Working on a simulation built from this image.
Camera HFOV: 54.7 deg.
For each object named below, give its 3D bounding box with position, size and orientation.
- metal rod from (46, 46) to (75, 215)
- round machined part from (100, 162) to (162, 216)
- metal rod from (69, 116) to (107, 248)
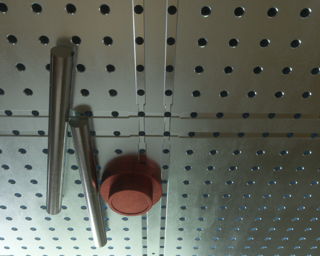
[{"bbox_3d":[-0.143,0.027,0.432,0.025,0.025,0.298,11,129,-10],"label":"metal rod"},{"bbox_3d":[-0.045,0.102,0.487,0.099,0.042,0.097,-1,130,0],"label":"round machined part"},{"bbox_3d":[-0.110,0.105,0.499,0.025,0.025,0.298,1,130,-1],"label":"metal rod"}]
